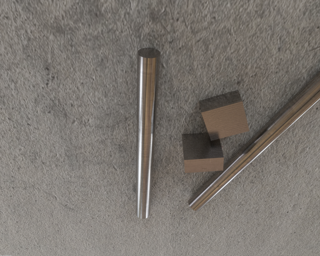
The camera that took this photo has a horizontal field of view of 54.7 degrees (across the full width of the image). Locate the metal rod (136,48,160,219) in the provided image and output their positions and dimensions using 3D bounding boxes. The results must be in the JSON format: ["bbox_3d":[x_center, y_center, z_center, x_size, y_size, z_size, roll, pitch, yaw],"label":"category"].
[{"bbox_3d":[-0.021,0.031,0.433,0.025,0.025,0.298,2,130,-3],"label":"metal rod"}]

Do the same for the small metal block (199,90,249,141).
[{"bbox_3d":[0.082,-0.015,0.395,0.050,0.025,0.050,-16,129,12],"label":"small metal block"}]

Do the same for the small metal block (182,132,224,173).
[{"bbox_3d":[0.057,0.032,0.419,0.050,0.050,0.025,-4,130,3],"label":"small metal block"}]

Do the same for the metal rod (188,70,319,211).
[{"bbox_3d":[0.131,0.028,0.433,0.025,0.025,0.298,23,126,-19],"label":"metal rod"}]
